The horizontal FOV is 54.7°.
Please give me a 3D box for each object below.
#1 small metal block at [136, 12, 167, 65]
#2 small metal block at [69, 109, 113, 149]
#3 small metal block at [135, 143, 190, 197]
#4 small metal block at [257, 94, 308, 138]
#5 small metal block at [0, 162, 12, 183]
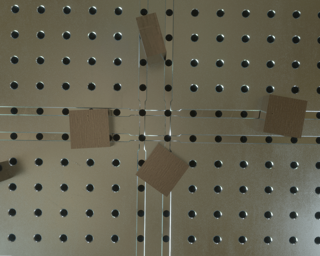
[{"bbox_3d":[-0.011,-0.113,0.401,0.025,0.050,0.050,-15,90,0],"label":"small metal block"},{"bbox_3d":[-0.091,0.001,0.412,0.050,0.025,0.050,-3,90,-1],"label":"small metal block"},{"bbox_3d":[0.003,0.055,0.414,0.050,0.025,0.050,36,90,-1],"label":"small metal block"},{"bbox_3d":[0.163,-0.015,0.416,0.050,0.025,0.050,10,90,-1],"label":"small metal block"},{"bbox_3d":[-0.231,0.068,0.398,0.050,0.050,0.025,-24,90,0],"label":"small metal block"}]
